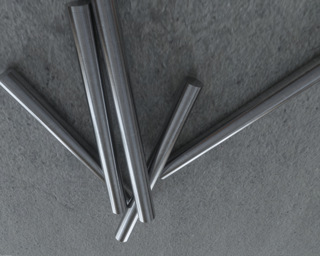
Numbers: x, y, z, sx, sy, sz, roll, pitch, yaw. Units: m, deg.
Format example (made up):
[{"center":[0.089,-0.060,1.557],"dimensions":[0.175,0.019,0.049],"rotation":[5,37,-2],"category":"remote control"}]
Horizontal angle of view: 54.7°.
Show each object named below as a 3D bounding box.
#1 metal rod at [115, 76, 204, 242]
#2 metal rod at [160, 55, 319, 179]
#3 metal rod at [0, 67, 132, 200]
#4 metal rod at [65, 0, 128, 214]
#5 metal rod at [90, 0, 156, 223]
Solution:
[{"center":[-0.012,0.063,0.439],"dimensions":[0.025,0.025,0.298],"rotation":[16,122,-13],"category":"metal rod"},{"center":[0.109,-0.014,0.396],"dimensions":[0.299,0.025,0.025],"rotation":[-36,122,26],"category":"metal rod"},{"center":[-0.104,0.038,0.437],"dimensions":[0.025,0.025,0.300],"rotation":[-23,127,18],"category":"metal rod"},{"center":[-0.071,0.000,0.388],"dimensions":[0.025,0.025,0.298],"rotation":[-3,125,2],"category":"metal rod"},{"center":[-0.037,0.000,0.374],"dimensions":[0.025,0.025,0.298],"rotation":[-6,120,4],"category":"metal rod"}]
